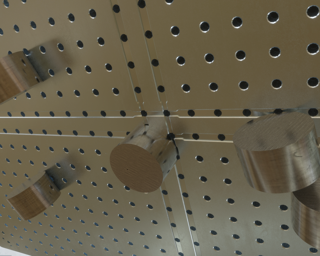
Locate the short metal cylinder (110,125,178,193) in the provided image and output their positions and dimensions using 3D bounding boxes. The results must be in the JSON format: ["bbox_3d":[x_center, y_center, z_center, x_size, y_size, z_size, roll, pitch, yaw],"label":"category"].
[{"bbox_3d":[-0.022,0.043,0.433,0.080,0.050,0.079,13,124,21],"label":"short metal cylinder"}]

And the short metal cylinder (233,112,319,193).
[{"bbox_3d":[0.123,0.023,0.325,0.080,0.080,0.050,-9,114,32],"label":"short metal cylinder"}]

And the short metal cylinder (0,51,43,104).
[{"bbox_3d":[-0.221,-0.070,0.449,0.080,0.080,0.050,-18,109,35],"label":"short metal cylinder"}]

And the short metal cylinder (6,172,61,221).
[{"bbox_3d":[-0.234,0.125,0.577,0.080,0.080,0.050,-21,107,36],"label":"short metal cylinder"}]

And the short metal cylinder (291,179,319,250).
[{"bbox_3d":[0.184,0.084,0.331,0.080,0.080,0.050,3,120,27],"label":"short metal cylinder"}]
